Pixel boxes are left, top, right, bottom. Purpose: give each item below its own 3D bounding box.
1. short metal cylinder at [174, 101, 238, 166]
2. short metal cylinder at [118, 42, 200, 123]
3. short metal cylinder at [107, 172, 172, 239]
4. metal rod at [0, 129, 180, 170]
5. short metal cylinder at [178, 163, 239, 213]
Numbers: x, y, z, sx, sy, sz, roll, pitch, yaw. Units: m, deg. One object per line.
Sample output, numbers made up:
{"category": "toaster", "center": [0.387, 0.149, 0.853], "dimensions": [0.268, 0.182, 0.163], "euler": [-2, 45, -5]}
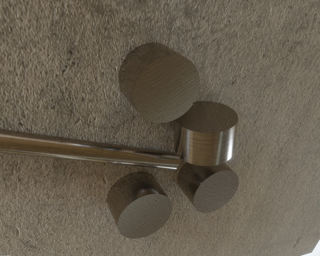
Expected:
{"category": "short metal cylinder", "center": [0.059, 0.005, 0.407], "dimensions": [0.081, 0.080, 0.050], "euler": [-15, 125, -20]}
{"category": "short metal cylinder", "center": [-0.001, -0.053, 0.358], "dimensions": [0.081, 0.050, 0.079], "euler": [-14, 124, -21]}
{"category": "short metal cylinder", "center": [-0.030, 0.110, 0.443], "dimensions": [0.081, 0.050, 0.079], "euler": [-14, 124, -21]}
{"category": "metal rod", "center": [-0.104, 0.025, 0.365], "dimensions": [0.302, 0.025, 0.025], "euler": [10, 113, -33]}
{"category": "short metal cylinder", "center": [0.075, 0.084, 0.484], "dimensions": [0.081, 0.050, 0.079], "euler": [-14, 124, -21]}
